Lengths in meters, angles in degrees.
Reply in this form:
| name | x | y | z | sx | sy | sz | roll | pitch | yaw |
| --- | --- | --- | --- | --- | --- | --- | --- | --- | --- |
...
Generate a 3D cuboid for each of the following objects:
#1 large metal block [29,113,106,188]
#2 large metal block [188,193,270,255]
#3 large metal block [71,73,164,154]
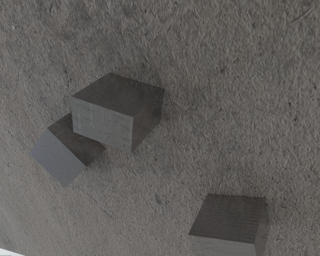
| name | x | y | z | sx | sy | sz | roll | pitch | yaw |
| --- | --- | --- | --- | --- | --- | --- | --- | --- | --- |
| large metal block | -0.147 | 0.037 | 0.491 | 0.080 | 0.050 | 0.080 | 46 | 129 | -4 |
| large metal block | 0.093 | 0.134 | 0.405 | 0.080 | 0.080 | 0.050 | -2 | 117 | 29 |
| large metal block | -0.050 | -0.022 | 0.384 | 0.080 | 0.080 | 0.050 | 19 | 126 | 17 |
